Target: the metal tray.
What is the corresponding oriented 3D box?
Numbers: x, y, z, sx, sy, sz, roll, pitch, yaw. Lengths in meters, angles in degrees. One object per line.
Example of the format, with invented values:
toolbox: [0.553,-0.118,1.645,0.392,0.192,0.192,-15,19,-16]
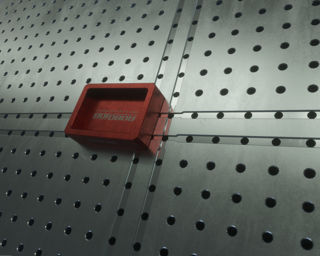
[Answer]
metal tray: [-0.067,-0.020,0.450,0.130,0.030,0.090,4,63,29]
